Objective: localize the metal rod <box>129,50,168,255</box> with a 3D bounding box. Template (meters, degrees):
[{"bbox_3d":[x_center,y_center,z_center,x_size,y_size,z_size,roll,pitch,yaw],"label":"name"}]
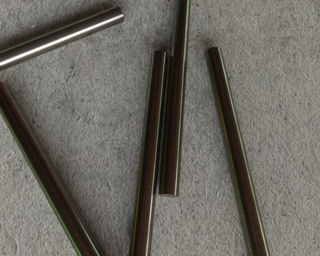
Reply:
[{"bbox_3d":[-0.013,0.035,0.394,0.025,0.025,0.299,5,70,2],"label":"metal rod"}]

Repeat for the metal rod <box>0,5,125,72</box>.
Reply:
[{"bbox_3d":[-0.194,-0.110,0.446,0.302,0.025,0.025,-25,72,-9],"label":"metal rod"}]

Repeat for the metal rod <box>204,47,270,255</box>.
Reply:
[{"bbox_3d":[0.097,0.029,0.397,0.025,0.025,0.299,-7,70,-3],"label":"metal rod"}]

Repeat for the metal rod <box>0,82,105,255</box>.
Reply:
[{"bbox_3d":[-0.140,0.061,0.384,0.025,0.025,0.299,-32,73,-11],"label":"metal rod"}]

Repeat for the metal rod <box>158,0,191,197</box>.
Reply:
[{"bbox_3d":[0.023,-0.057,0.429,0.025,0.025,0.299,5,70,2],"label":"metal rod"}]
